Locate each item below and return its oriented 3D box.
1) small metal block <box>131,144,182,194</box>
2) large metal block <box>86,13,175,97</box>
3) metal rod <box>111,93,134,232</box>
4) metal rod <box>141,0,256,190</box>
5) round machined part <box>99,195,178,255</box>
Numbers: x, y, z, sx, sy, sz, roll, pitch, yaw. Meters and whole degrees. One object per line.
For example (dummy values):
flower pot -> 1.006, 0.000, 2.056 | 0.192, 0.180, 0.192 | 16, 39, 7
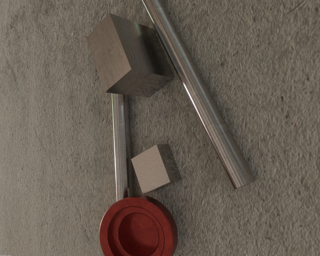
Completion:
small metal block -> -0.005, 0.054, 0.408 | 0.050, 0.025, 0.050 | -32, 71, 35
large metal block -> -0.037, -0.089, 0.398 | 0.050, 0.081, 0.080 | -34, 70, 35
metal rod -> -0.055, 0.002, 0.448 | 0.025, 0.025, 0.298 | -5, 87, 39
metal rod -> 0.033, -0.069, 0.375 | 0.025, 0.025, 0.299 | -36, 68, 34
round machined part -> -0.024, 0.135, 0.398 | 0.098, 0.042, 0.097 | -1, 87, 18
